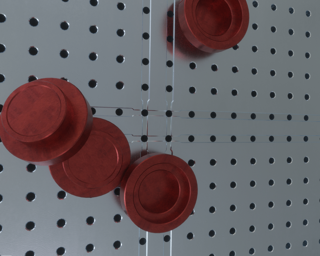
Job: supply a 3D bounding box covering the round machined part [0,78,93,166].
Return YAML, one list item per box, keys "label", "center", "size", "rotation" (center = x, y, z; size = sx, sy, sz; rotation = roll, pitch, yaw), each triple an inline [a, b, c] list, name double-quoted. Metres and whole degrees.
- label: "round machined part"
  center: [-0.127, -0.012, 0.334]
  size: [0.098, 0.042, 0.098]
  rotation: [-1, 70, 4]

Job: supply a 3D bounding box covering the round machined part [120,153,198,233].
- label: "round machined part"
  center: [-0.004, 0.080, 0.400]
  size: [0.099, 0.042, 0.097]
  rotation: [-1, 91, -23]

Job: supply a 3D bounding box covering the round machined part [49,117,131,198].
- label: "round machined part"
  center: [-0.083, 0.036, 0.373]
  size: [0.099, 0.042, 0.097]
  rotation: [0, 90, -20]

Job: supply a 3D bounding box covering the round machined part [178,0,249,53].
- label: "round machined part"
  center: [0.070, -0.153, 0.429]
  size: [0.099, 0.042, 0.097]
  rotation: [0, 90, -20]
